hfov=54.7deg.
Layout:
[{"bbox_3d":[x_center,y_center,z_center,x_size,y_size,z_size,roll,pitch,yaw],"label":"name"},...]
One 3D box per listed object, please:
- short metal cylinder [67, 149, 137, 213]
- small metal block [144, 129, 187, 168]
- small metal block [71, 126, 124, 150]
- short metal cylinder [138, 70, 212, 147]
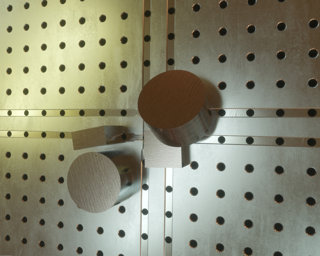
[{"bbox_3d":[-0.079,0.071,0.427,0.080,0.050,0.079,0,90,19],"label":"short metal cylinder"},{"bbox_3d":[0.007,0.026,0.410,0.050,0.025,0.050,-2,90,20],"label":"small metal block"},{"bbox_3d":[-0.085,0.013,0.429,0.050,0.050,0.025,-11,87,19],"label":"small metal block"},{"bbox_3d":[0.020,-0.023,0.376,0.080,0.050,0.080,-8,60,15],"label":"short metal cylinder"}]
